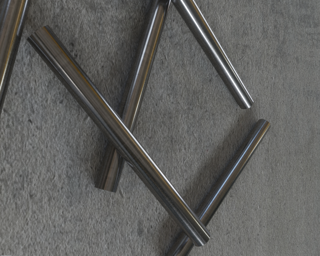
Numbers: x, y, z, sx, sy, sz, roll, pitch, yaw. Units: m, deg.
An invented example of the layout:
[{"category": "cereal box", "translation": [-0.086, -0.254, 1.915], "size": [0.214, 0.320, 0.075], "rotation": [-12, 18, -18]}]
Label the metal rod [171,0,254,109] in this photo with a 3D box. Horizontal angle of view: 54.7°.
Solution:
[{"category": "metal rod", "translation": [0.065, -0.127, 0.436], "size": [0.300, 0.025, 0.025], "rotation": [46, 63, -38]}]

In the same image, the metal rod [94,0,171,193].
[{"category": "metal rod", "translation": [-0.024, -0.071, 0.384], "size": [0.025, 0.025, 0.299], "rotation": [25, 75, -37]}]

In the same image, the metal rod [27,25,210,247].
[{"category": "metal rod", "translation": [-0.033, 0.023, 0.342], "size": [0.025, 0.025, 0.300], "rotation": [-47, 110, -30]}]

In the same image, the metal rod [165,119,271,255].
[{"category": "metal rod", "translation": [0.100, 0.090, 0.488], "size": [0.301, 0.025, 0.025], "rotation": [-47, 119, -29]}]

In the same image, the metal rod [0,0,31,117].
[{"category": "metal rod", "translation": [-0.145, -0.067, 0.282], "size": [0.025, 0.025, 0.299], "rotation": [18, 79, -39]}]
